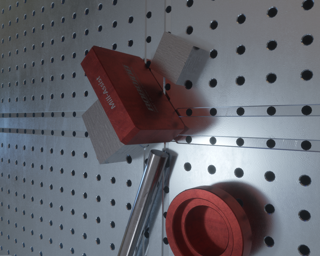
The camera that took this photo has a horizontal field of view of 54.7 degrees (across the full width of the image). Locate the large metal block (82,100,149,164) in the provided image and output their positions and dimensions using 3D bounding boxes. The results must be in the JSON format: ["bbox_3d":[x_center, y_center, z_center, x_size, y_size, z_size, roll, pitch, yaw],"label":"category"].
[{"bbox_3d":[-0.056,-0.004,0.437,0.080,0.050,0.080,-38,67,33],"label":"large metal block"}]

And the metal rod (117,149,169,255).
[{"bbox_3d":[-0.044,0.171,0.443,0.025,0.025,0.298,28,107,36],"label":"metal rod"}]

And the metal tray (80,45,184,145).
[{"bbox_3d":[-0.034,-0.041,0.393,0.030,0.091,0.130,-45,64,31],"label":"metal tray"}]

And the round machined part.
[{"bbox_3d":[0.057,0.114,0.350,0.098,0.042,0.097,0,90,39],"label":"round machined part"}]

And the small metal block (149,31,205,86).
[{"bbox_3d":[0.020,-0.087,0.391,0.050,0.025,0.050,38,113,33],"label":"small metal block"}]
